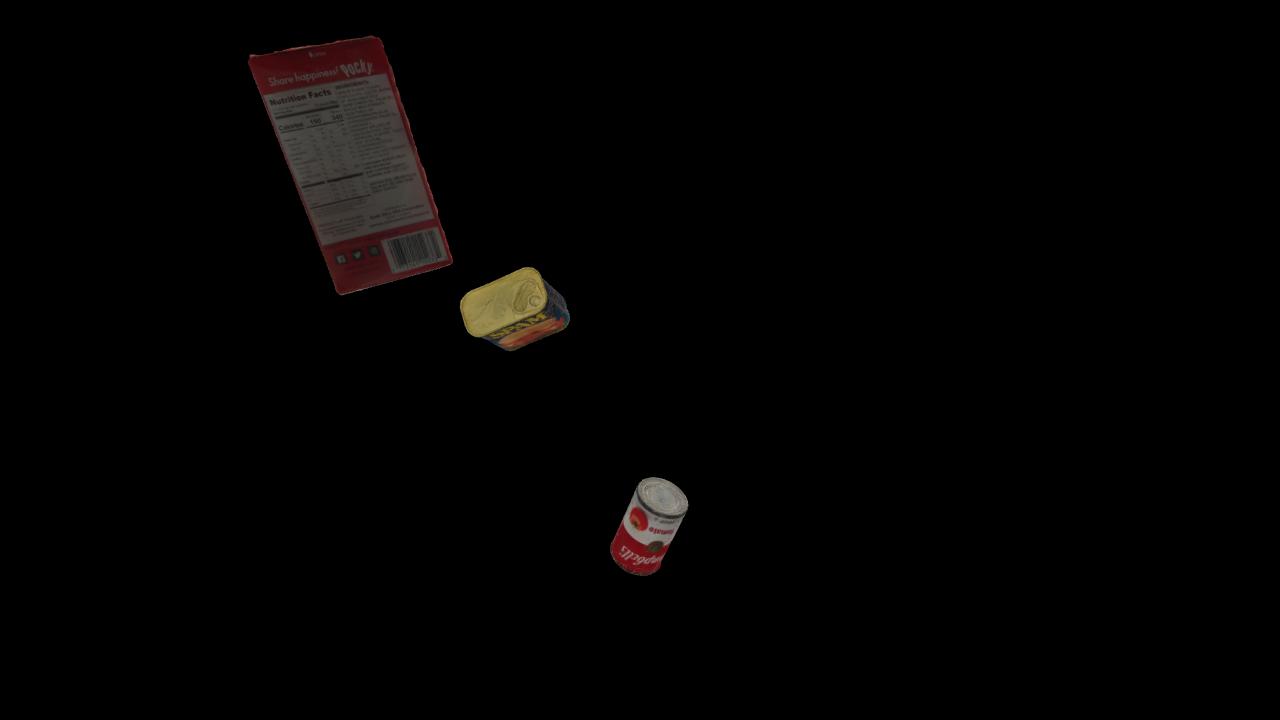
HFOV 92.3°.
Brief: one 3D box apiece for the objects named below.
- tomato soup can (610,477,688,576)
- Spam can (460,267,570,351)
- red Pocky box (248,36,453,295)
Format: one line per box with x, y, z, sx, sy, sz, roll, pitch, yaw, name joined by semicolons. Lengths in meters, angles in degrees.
0.011;0.202;0.750;0.068;0.101;0.068;18;25;-9;tomato soup can
-0.142;-0.056;0.719;0.101;0.058;0.085;-21;-16;8;Spam can
-0.192;-0.130;0.421;0.083;0.155;0.028;-18;17;-14;red Pocky box
